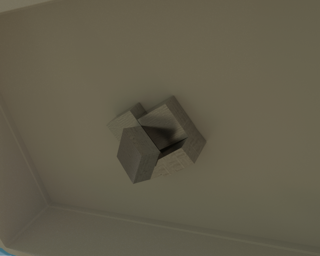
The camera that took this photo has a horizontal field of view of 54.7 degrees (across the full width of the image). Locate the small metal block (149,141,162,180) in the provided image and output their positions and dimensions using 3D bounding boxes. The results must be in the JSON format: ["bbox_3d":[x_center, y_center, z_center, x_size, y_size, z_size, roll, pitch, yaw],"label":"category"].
[{"bbox_3d":[-0.008,0.040,0.434,0.050,0.025,0.050,-28,104,37],"label":"small metal block"}]

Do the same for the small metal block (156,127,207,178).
[{"bbox_3d":[0.026,0.031,0.395,0.050,0.050,0.025,-32,101,37],"label":"small metal block"}]

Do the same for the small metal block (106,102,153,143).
[{"bbox_3d":[-0.037,0.001,0.425,0.050,0.025,0.050,-28,104,37],"label":"small metal block"}]

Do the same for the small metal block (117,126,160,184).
[{"bbox_3d":[-0.029,0.033,0.393,0.050,0.025,0.050,52,138,37],"label":"small metal block"}]

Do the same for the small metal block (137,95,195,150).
[{"bbox_3d":[0.008,-0.006,0.398,0.050,0.025,0.050,-28,104,37],"label":"small metal block"}]
